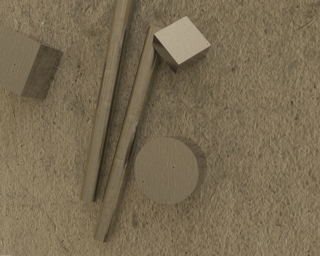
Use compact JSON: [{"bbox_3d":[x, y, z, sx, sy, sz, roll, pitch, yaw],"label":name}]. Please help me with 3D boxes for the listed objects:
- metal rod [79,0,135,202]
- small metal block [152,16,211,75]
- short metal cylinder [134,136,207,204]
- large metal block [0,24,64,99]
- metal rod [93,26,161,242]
[{"bbox_3d":[-0.074,-0.044,0.434,0.025,0.025,0.298,13,94,19],"label":"metal rod"},{"bbox_3d":[0.026,-0.104,0.387,0.050,0.025,0.050,-34,79,-15],"label":"small metal block"},{"bbox_3d":[0.015,0.051,0.390,0.080,0.050,0.080,0,90,20],"label":"short metal cylinder"},{"bbox_3d":[-0.206,-0.098,0.468,0.080,0.050,0.080,28,99,17],"label":"large metal block"},{"bbox_3d":[-0.043,0.012,0.423,0.025,0.025,0.298,17,96,19],"label":"metal rod"}]
